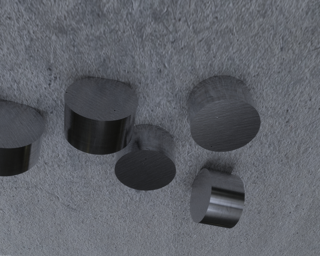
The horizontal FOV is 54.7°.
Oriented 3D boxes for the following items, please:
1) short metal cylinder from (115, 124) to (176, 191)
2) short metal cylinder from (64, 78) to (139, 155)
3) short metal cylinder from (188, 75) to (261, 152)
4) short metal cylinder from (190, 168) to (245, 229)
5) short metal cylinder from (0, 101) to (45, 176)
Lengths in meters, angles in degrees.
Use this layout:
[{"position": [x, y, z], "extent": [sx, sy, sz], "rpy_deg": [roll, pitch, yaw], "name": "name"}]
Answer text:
[{"position": [-0.019, 0.041, 0.425], "extent": [0.081, 0.050, 0.079], "rpy_deg": [0, 130, 0], "name": "short metal cylinder"}, {"position": [-0.069, -0.015, 0.357], "extent": [0.081, 0.080, 0.050], "rpy_deg": [9, 130, -8], "name": "short metal cylinder"}, {"position": [0.075, -0.017, 0.377], "extent": [0.081, 0.050, 0.079], "rpy_deg": [0, 130, 0], "name": "short metal cylinder"}, {"position": [0.083, 0.104, 0.460], "extent": [0.050, 0.080, 0.079], "rpy_deg": [14, 129, -11], "name": "short metal cylinder"}, {"position": [-0.187, 0.012, 0.379], "extent": [0.081, 0.080, 0.050], "rpy_deg": [16, 128, -13], "name": "short metal cylinder"}]
